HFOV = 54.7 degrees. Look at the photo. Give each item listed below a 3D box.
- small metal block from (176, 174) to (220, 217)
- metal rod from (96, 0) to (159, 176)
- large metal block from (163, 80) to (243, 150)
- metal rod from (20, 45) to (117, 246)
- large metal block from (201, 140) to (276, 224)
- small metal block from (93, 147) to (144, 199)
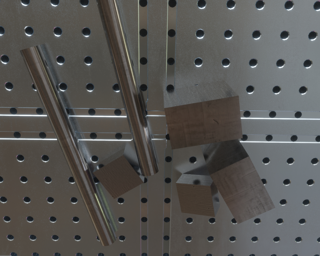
[{"bbox_3d":[0.054,0.094,0.438,0.050,0.025,0.050,0,113,28],"label":"small metal block"},{"bbox_3d":[-0.045,-0.076,0.384,0.025,0.025,0.298,-11,110,4],"label":"metal rod"},{"bbox_3d":[0.049,-0.019,0.377,0.080,0.080,0.050,-9,110,3],"label":"large metal block"},{"bbox_3d":[-0.118,0.037,0.425,0.025,0.025,0.298,-14,110,5],"label":"metal rod"},{"bbox_3d":[0.100,0.062,0.408,0.050,0.080,0.080,-28,108,9],"label":"large metal block"},{"bbox_3d":[-0.057,0.064,0.436,0.050,0.025,0.050,-31,108,10],"label":"small metal block"}]
